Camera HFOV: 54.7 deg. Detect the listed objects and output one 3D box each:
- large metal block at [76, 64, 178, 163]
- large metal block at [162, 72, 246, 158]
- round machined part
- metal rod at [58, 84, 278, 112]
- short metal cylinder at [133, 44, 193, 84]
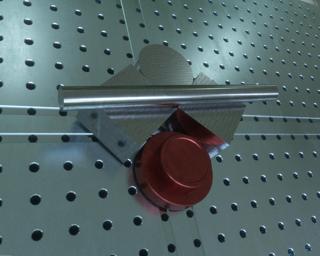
[{"bbox_3d":[-0.040,-0.019,0.377,0.080,0.050,0.080,44,51,0],"label":"large metal block"},{"bbox_3d":[0.062,-0.017,0.428,0.080,0.050,0.080,36,52,-4],"label":"large metal block"},{"bbox_3d":[0.023,0.046,0.376,0.099,0.042,0.098,14,56,-21],"label":"round machined part"},{"bbox_3d":[0.033,-0.040,0.379,0.303,0.025,0.025,-5,64,-30],"label":"metal rod"},{"bbox_3d":[-0.001,-0.068,0.428,0.081,0.050,0.080,14,56,-21],"label":"short metal cylinder"}]
